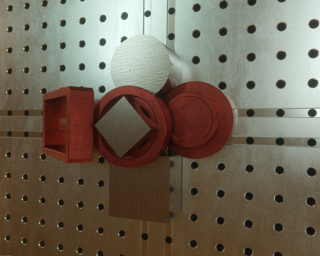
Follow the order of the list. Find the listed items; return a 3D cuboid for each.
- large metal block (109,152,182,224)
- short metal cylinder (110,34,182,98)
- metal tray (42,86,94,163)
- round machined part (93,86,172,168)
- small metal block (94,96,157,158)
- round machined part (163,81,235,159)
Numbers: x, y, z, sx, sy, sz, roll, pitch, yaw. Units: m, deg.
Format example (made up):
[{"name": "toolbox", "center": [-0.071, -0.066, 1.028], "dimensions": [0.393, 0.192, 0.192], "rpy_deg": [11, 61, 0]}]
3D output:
[{"name": "large metal block", "center": [-0.018, 0.073, 0.402], "dimensions": [0.080, 0.050, 0.080], "rpy_deg": [1, 90, 20]}, {"name": "short metal cylinder", "center": [-0.017, -0.075, 0.405], "dimensions": [0.080, 0.050, 0.080], "rpy_deg": [0, 90, 20]}, {"name": "metal tray", "center": [-0.127, -0.005, 0.416], "dimensions": [0.130, 0.030, 0.089], "rpy_deg": [2, 91, 57]}, {"name": "round machined part", "center": [-0.032, -0.001, 0.384], "dimensions": [0.098, 0.042, 0.097], "rpy_deg": [0, 90, 20]}, {"name": "small metal block", "center": [-0.039, -0.001, 0.360], "dimensions": [0.050, 0.025, 0.050], "rpy_deg": [-43, 77, 15]}, {"name": "round machined part", "center": [0.042, -0.010, 0.387], "dimensions": [0.098, 0.042, 0.097], "rpy_deg": [0, 90, 20]}]
